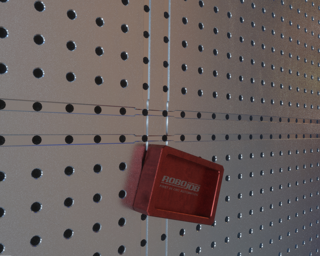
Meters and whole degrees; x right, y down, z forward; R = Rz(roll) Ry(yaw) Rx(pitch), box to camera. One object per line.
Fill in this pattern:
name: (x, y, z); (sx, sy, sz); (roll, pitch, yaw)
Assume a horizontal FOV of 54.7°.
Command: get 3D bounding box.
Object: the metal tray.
metal tray: (0.032, 0.082, 0.434); (0.131, 0.030, 0.090); (22, 76, -38)
